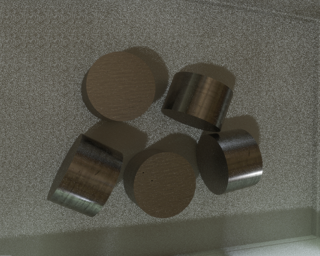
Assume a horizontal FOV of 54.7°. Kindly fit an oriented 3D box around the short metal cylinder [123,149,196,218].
[{"bbox_3d":[-0.002,0.069,0.396,0.081,0.050,0.079,0,90,-21],"label":"short metal cylinder"}]

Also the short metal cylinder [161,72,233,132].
[{"bbox_3d":[0.048,-0.032,0.400,0.080,0.080,0.050,23,83,-19],"label":"short metal cylinder"}]

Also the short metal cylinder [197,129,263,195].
[{"bbox_3d":[0.090,0.044,0.414,0.050,0.080,0.079,-10,94,-20],"label":"short metal cylinder"}]

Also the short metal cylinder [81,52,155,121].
[{"bbox_3d":[-0.052,-0.048,0.377,0.081,0.050,0.079,0,90,-21],"label":"short metal cylinder"}]

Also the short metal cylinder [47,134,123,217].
[{"bbox_3d":[-0.084,0.053,0.349,0.050,0.080,0.080,29,81,-18],"label":"short metal cylinder"}]
